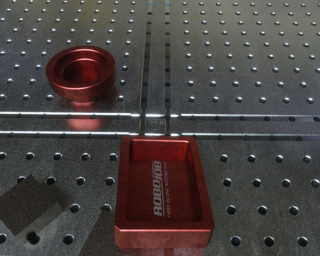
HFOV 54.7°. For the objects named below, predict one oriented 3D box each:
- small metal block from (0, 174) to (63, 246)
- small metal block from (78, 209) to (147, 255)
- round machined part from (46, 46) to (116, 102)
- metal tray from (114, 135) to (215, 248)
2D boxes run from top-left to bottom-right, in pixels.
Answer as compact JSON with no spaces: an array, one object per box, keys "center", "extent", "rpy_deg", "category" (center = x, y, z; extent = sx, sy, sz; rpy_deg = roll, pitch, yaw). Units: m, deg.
[{"center":[-0.143,0.087,0.333],"extent":[0.050,0.025,0.050],"rpy_deg":[35,58,25],"category":"small metal block"},{"center":[-0.044,0.117,0.309],"extent":[0.050,0.025,0.050],"rpy_deg":[16,52,13],"category":"small metal block"},{"center":[-0.113,-0.076,0.459],"extent":[0.099,0.042,0.098],"rpy_deg":[0,50,0],"category":"round machined part"},{"center":[0.001,0.061,0.332],"extent":[0.091,0.030,0.130],"rpy_deg":[2,39,-5],"category":"metal tray"}]
